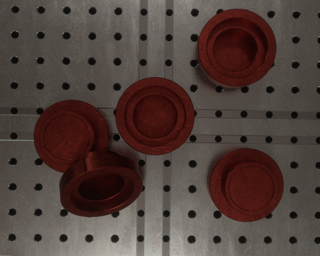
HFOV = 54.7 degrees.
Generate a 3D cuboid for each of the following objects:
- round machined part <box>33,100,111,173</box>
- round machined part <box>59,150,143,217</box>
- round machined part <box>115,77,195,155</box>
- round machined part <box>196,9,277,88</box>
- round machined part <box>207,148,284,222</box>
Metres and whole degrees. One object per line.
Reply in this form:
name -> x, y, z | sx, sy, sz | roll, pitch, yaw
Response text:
round machined part -> -0.116, 0.012, 0.403 | 0.099, 0.042, 0.097 | 0, 90, -1
round machined part -> -0.074, 0.065, 0.387 | 0.098, 0.098, 0.042 | -23, 46, 0
round machined part -> -0.006, -0.015, 0.405 | 0.099, 0.042, 0.097 | 0, 90, -1
round machined part -> 0.096, -0.100, 0.406 | 0.099, 0.042, 0.097 | 0, 90, -1
round machined part -> 0.114, 0.075, 0.406 | 0.099, 0.042, 0.097 | 0, 90, -1
